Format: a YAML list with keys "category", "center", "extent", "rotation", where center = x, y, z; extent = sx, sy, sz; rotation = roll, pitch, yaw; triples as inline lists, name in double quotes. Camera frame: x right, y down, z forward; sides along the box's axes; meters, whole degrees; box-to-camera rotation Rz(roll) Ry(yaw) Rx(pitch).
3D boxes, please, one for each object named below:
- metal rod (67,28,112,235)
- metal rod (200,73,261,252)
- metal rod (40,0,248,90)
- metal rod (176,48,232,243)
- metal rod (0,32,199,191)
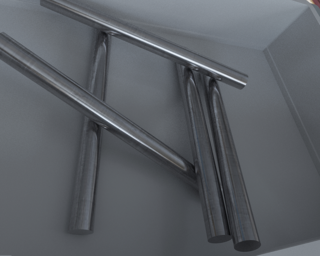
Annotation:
- category: "metal rod"
  center: [-0.079, -0.027, 0.378]
  extent: [0.025, 0.025, 0.299]
  rotation: [13, 56, -21]
- category: "metal rod"
  center: [0.079, 0.007, 0.399]
  extent: [0.025, 0.025, 0.300]
  rotation: [18, 41, -18]
- category: "metal rod"
  center: [-0.012, -0.120, 0.434]
  extent: [0.302, 0.025, 0.025]
  rotation: [20, 54, -13]
- category: "metal rod"
  center: [0.048, -0.004, 0.405]
  extent: [0.025, 0.025, 0.300]
  rotation: [12, 48, -22]
- category: "metal rod"
  center: [-0.047, -0.003, 0.353]
  extent: [0.301, 0.025, 0.025]
  rotation: [35, 51, -16]
